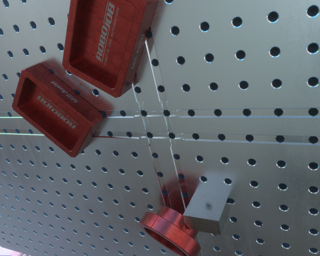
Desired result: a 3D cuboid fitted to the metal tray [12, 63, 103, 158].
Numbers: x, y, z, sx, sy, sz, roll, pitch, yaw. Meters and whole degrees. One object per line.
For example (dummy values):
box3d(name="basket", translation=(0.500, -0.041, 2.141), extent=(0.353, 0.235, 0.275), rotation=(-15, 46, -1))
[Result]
box3d(name="metal tray", translation=(-0.160, -0.025, 0.476), extent=(0.130, 0.030, 0.089), rotation=(39, 129, 1))

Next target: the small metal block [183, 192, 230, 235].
box3d(name="small metal block", translation=(0.066, 0.118, 0.433), extent=(0.050, 0.050, 0.025), rotation=(2, 119, 27))

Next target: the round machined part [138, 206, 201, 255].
box3d(name="round machined part", translation=(0.019, 0.155, 0.469), extent=(0.098, 0.042, 0.098), rotation=(29, 156, 15))

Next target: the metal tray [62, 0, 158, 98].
box3d(name="metal tray", translation=(-0.065, -0.111, 0.373), extent=(0.090, 0.030, 0.129), rotation=(30, 128, 9))
